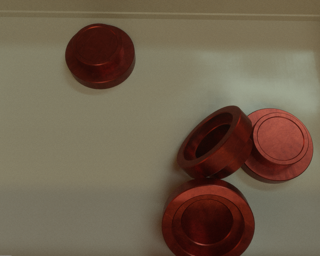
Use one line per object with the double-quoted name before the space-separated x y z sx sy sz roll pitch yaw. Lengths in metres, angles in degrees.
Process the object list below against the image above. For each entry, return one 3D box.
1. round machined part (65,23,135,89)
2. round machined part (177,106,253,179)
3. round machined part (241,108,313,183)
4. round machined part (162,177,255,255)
"round machined part" -0.086 -0.108 0.439 0.099 0.042 0.098 0 70 0
"round machined part" 0.070 0.023 0.369 0.042 0.098 0.098 44 74 -15
"round machined part" 0.146 0.019 0.394 0.099 0.042 0.098 0 70 0
"round machined part" 0.052 0.101 0.348 0.099 0.042 0.097 0 103 2
